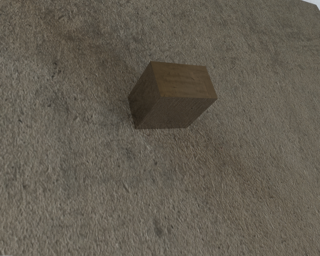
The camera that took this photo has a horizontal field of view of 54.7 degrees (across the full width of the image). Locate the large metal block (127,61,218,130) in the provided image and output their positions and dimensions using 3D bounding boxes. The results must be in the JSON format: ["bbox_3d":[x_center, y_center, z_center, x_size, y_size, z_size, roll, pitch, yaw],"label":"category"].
[{"bbox_3d":[0.013,-0.039,0.403,0.081,0.080,0.050,-1,63,-29],"label":"large metal block"}]
